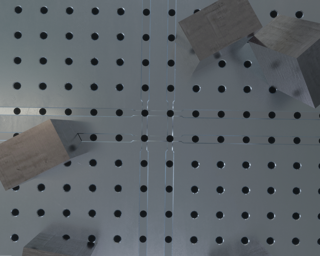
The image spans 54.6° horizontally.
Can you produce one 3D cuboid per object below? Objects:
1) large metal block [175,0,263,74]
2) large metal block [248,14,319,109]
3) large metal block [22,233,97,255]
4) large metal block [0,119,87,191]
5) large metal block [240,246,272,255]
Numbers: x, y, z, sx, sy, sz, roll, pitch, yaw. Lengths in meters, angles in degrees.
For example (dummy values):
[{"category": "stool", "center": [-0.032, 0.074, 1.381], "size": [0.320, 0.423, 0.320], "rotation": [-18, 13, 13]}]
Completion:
[{"category": "large metal block", "center": [0.068, -0.116, 0.386], "size": [0.080, 0.080, 0.050], "rotation": [-29, 90, 0]}, {"category": "large metal block", "center": [0.164, -0.081, 0.371], "size": [0.050, 0.080, 0.080], "rotation": [-41, 126, 0]}, {"category": "large metal block", "center": [-0.133, 0.190, 0.400], "size": [0.080, 0.050, 0.080], "rotation": [10, 90, 0]}, {"category": "large metal block", "center": [-0.147, 0.030, 0.385], "size": [0.080, 0.080, 0.050], "rotation": [-27, 90, 0]}, {"category": "large metal block", "center": [0.121, 0.215, 0.402], "size": [0.080, 0.050, 0.080], "rotation": [-22, 90, 0]}]
